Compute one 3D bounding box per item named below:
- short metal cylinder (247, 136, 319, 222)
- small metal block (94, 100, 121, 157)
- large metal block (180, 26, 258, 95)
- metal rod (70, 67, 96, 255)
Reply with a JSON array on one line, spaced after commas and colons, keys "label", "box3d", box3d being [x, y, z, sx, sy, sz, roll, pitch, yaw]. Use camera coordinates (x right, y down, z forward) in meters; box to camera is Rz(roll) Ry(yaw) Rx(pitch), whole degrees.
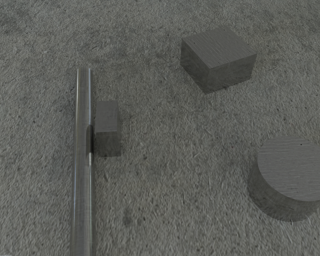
[{"label": "short metal cylinder", "box3d": [0.142, 0.055, 0.341, 0.081, 0.050, 0.080, 0, 50, 0]}, {"label": "small metal block", "box3d": [-0.063, 0.001, 0.385, 0.025, 0.050, 0.050, -3, 50, -3]}, {"label": "large metal block", "box3d": [0.087, -0.106, 0.477, 0.081, 0.050, 0.080, -20, 53, -16]}, {"label": "metal rod", "box3d": [-0.093, 0.030, 0.376, 0.025, 0.025, 0.300, -7, 50, -6]}]
